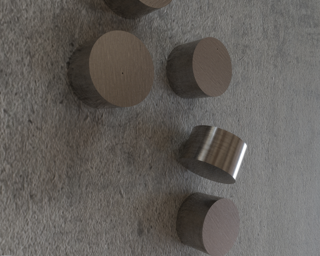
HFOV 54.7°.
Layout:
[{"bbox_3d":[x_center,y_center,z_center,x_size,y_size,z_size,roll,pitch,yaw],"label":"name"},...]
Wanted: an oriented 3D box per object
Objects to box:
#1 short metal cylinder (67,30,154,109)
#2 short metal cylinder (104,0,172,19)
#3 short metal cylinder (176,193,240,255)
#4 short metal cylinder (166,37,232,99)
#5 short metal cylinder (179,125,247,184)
[{"bbox_3d":[-0.054,-0.062,0.343,0.081,0.050,0.080,0,90,-40],"label":"short metal cylinder"},{"bbox_3d":[-0.026,-0.176,0.366,0.081,0.050,0.080,0,90,-40],"label":"short metal cylinder"},{"bbox_3d":[0.070,0.137,0.447,0.081,0.050,0.080,0,90,-40],"label":"short metal cylinder"},{"bbox_3d":[0.056,-0.082,0.435,0.081,0.050,0.080,0,90,-40],"label":"short metal cylinder"},{"bbox_3d":[0.074,0.038,0.431,0.080,0.080,0.050,38,67,-34],"label":"short metal cylinder"}]
